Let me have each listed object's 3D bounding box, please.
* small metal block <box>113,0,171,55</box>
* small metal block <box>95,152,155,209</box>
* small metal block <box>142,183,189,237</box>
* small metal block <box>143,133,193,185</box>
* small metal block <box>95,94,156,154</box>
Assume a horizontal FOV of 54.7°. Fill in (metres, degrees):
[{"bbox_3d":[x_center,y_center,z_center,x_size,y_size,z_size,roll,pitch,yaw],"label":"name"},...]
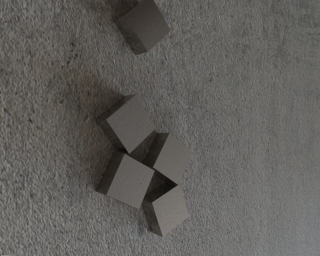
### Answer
[{"bbox_3d":[-0.021,-0.128,0.386,0.050,0.025,0.050,-49,119,-28],"label":"small metal block"},{"bbox_3d":[-0.041,0.063,0.370,0.050,0.025,0.050,35,69,-35],"label":"small metal block"},{"bbox_3d":[0.007,0.106,0.410,0.050,0.025,0.050,-26,107,-37],"label":"small metal block"},{"bbox_3d":[0.010,0.041,0.413,0.050,0.025,0.050,40,66,-33],"label":"small metal block"},{"bbox_3d":[-0.040,-0.005,0.371,0.050,0.025,0.050,-45,117,-31],"label":"small metal block"}]
